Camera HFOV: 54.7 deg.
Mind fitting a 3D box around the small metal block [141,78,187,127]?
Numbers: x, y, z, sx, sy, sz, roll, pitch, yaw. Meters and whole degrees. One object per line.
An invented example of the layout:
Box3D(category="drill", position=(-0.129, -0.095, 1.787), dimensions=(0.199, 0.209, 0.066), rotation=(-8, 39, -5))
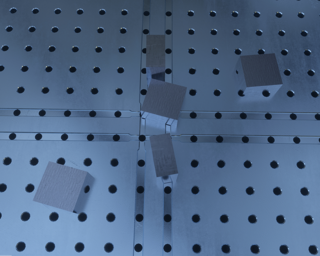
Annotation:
Box3D(category="small metal block", position=(0.006, -0.035, 0.425), dimensions=(0.050, 0.025, 0.050), rotation=(15, 71, 5))

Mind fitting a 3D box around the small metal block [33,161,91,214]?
Box3D(category="small metal block", position=(-0.119, 0.074, 0.383), dimensions=(0.050, 0.025, 0.050), rotation=(15, 71, 5))

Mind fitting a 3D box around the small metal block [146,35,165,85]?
Box3D(category="small metal block", position=(-0.006, -0.094, 0.433), dimensions=(0.025, 0.050, 0.050), rotation=(0, 70, 0))

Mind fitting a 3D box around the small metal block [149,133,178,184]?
Box3D(category="small metal block", position=(0.004, 0.039, 0.384), dimensions=(0.025, 0.050, 0.050), rotation=(-9, 71, -4))

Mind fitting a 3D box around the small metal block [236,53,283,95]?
Box3D(category="small metal block", position=(0.140, -0.077, 0.442), dimensions=(0.050, 0.025, 0.050), rotation=(-5, 70, -2))
